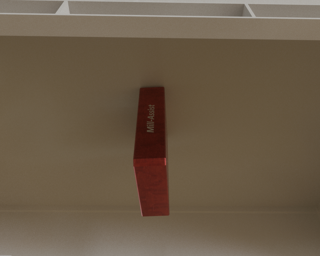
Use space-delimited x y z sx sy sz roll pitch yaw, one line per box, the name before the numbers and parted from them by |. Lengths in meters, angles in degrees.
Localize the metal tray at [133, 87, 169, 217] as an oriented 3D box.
metal tray | -0.007 0.023 0.360 0.030 0.130 0.090 -3 130 2
